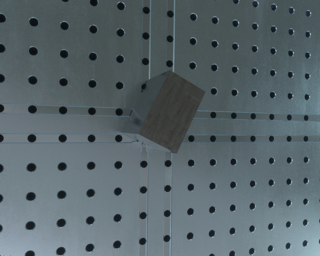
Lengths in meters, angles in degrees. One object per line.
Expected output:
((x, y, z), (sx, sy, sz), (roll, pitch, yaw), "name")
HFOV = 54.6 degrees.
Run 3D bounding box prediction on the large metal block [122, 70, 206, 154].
((0.001, -0.018, 0.384), (0.050, 0.080, 0.080), (28, 81, -18), "large metal block")
